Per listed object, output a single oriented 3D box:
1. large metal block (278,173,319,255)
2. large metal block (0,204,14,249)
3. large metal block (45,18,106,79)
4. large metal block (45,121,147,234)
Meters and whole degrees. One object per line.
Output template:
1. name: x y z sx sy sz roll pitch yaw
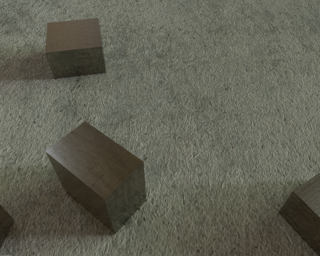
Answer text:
1. large metal block: 0.186 0.087 0.315 0.081 0.050 0.080 -25 55 -20
2. large metal block: -0.204 0.109 0.294 0.080 0.050 0.080 7 50 6
3. large metal block: -0.133 -0.128 0.493 0.081 0.050 0.080 -8 51 -7
4. large metal block: -0.062 0.052 0.323 0.080 0.080 0.050 32 57 24
